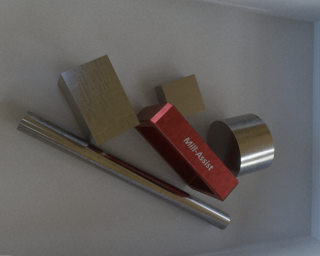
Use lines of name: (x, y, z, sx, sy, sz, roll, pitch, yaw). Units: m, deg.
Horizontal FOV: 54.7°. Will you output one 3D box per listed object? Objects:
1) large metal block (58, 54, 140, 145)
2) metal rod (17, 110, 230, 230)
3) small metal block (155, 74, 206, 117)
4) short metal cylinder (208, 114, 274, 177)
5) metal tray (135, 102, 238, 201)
large metal block: (-0.073, -0.029, 0.353, 0.050, 0.080, 0.080, -28, 100, -18)
metal rod: (-0.032, 0.062, 0.398, 0.301, 0.025, 0.025, 30, 80, -18)
small metal block: (0.028, -0.040, 0.419, 0.050, 0.025, 0.050, -21, 97, -19)
short metal cylinder: (0.107, 0.024, 0.421, 0.050, 0.080, 0.079, -12, 95, -19)
metal tray: (0.027, 0.029, 0.385, 0.030, 0.090, 0.130, -46, 105, -15)
